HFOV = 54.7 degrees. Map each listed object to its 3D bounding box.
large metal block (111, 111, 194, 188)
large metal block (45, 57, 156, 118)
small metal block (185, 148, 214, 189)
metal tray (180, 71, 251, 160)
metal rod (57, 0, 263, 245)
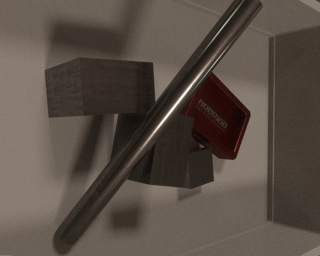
[{"bbox_3d":[-0.012,0.023,0.363,0.050,0.080,0.080,15,81,-40],"label":"large metal block"},{"bbox_3d":[-0.062,-0.039,0.320,0.081,0.080,0.050,-6,94,-40],"label":"large metal block"},{"bbox_3d":[0.051,0.057,0.452,0.050,0.025,0.050,-9,96,-40],"label":"small metal block"},{"bbox_3d":[0.083,-0.018,0.475,0.130,0.030,0.090,37,67,-34],"label":"metal tray"},{"bbox_3d":[-0.007,-0.002,0.307,0.025,0.025,0.299,32,101,-36],"label":"metal rod"}]
